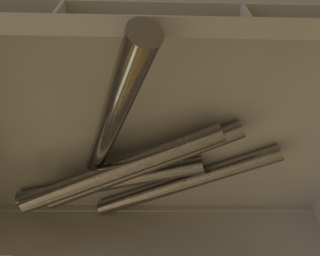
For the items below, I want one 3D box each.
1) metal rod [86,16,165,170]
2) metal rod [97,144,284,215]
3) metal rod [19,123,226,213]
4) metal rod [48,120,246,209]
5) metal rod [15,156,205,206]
[{"bbox_3d":[-0.053,-0.003,0.324,0.025,0.025,0.299,14,154,-12],"label":"metal rod"},{"bbox_3d":[0.037,0.085,0.481,0.301,0.025,0.025,-20,128,16],"label":"metal rod"},{"bbox_3d":[-0.058,0.058,0.420,0.301,0.025,0.025,-21,127,11],"label":"metal rod"},{"bbox_3d":[-0.028,0.055,0.439,0.301,0.025,0.025,-22,127,11],"label":"metal rod"},{"bbox_3d":[-0.082,0.084,0.479,0.301,0.025,0.025,-12,129,9],"label":"metal rod"}]
